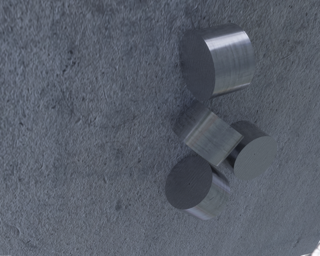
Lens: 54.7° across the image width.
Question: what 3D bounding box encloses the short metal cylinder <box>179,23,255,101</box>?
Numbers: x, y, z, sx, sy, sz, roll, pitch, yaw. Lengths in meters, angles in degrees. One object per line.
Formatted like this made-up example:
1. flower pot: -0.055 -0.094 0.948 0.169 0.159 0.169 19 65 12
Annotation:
1. short metal cylinder: 0.063 -0.076 0.358 0.050 0.080 0.079 -18 126 -18

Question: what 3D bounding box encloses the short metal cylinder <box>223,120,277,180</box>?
1. short metal cylinder: 0.134 0.035 0.485 0.081 0.050 0.079 -14 124 -21

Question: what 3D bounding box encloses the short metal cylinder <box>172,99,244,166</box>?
1. short metal cylinder: 0.063 0.006 0.409 0.080 0.080 0.050 32 101 -38

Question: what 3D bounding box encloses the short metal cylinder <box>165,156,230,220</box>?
1. short metal cylinder: 0.055 0.089 0.456 0.080 0.080 0.050 -48 129 5
